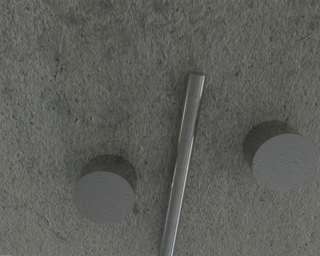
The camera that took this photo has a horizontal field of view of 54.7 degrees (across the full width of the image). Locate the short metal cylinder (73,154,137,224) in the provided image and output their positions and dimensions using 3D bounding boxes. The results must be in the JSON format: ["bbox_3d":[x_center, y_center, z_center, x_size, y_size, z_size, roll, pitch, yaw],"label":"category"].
[{"bbox_3d":[-0.073,0.083,0.426,0.081,0.050,0.079,0,110,0],"label":"short metal cylinder"}]

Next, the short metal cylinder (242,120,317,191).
[{"bbox_3d":[0.156,0.035,0.411,0.081,0.050,0.079,0,110,0],"label":"short metal cylinder"}]

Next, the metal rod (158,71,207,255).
[{"bbox_3d":[0.027,0.071,0.435,0.025,0.025,0.298,7,110,-3],"label":"metal rod"}]
